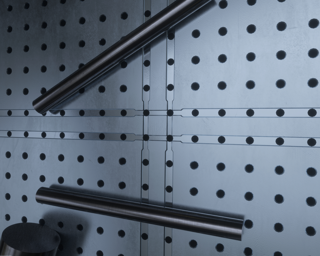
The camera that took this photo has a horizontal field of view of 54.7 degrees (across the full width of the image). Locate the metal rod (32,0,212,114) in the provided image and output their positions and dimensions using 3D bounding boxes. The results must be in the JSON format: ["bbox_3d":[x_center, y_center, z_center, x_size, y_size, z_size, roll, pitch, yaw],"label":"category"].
[{"bbox_3d":[-0.062,-0.103,0.434,0.300,0.025,0.025,-30,80,17],"label":"metal rod"}]

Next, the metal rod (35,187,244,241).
[{"bbox_3d":[-0.041,0.114,0.426,0.301,0.025,0.025,4,92,19],"label":"metal rod"}]

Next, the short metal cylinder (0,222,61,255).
[{"bbox_3d":[-0.193,0.181,0.451,0.080,0.080,0.050,20,97,19],"label":"short metal cylinder"}]
